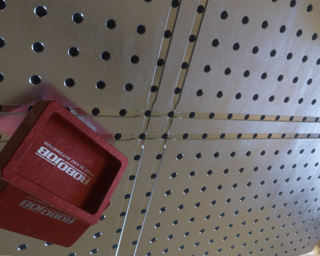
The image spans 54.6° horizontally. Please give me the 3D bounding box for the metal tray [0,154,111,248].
[{"bbox_3d":[-0.139,0.094,0.390,0.090,0.030,0.130,-48,129,5],"label":"metal tray"}]

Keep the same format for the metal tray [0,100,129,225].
[{"bbox_3d":[-0.103,0.041,0.347,0.130,0.030,0.090,45,61,-38],"label":"metal tray"}]
